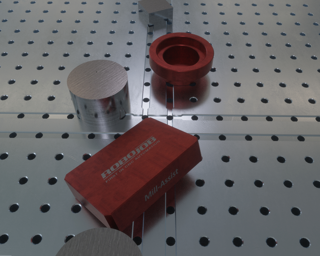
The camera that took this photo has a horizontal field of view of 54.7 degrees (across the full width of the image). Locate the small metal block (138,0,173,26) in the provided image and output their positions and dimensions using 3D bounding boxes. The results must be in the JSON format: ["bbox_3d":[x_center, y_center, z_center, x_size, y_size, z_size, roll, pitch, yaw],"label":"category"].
[{"bbox_3d":[-0.009,-0.228,0.599,0.050,0.025,0.050,-21,53,-17],"label":"small metal block"}]

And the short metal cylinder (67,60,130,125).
[{"bbox_3d":[-0.084,-0.051,0.433,0.081,0.050,0.080,0,50,0],"label":"short metal cylinder"}]

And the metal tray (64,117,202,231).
[{"bbox_3d":[-0.028,0.044,0.348,0.131,0.030,0.090,-37,40,-27],"label":"metal tray"}]

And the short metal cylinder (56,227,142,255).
[{"bbox_3d":[-0.052,0.137,0.276,0.081,0.050,0.080,0,50,0],"label":"short metal cylinder"}]

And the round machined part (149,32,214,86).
[{"bbox_3d":[0.033,-0.104,0.484,0.099,0.042,0.098,0,50,0],"label":"round machined part"}]
